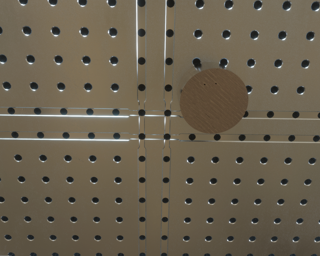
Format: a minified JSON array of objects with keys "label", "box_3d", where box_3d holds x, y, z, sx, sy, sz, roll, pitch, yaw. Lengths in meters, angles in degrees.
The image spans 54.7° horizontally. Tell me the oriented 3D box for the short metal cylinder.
[{"label":"short metal cylinder","box_3d":[0.063,-0.039,0.387,0.081,0.050,0.079,0,110,-1]}]
